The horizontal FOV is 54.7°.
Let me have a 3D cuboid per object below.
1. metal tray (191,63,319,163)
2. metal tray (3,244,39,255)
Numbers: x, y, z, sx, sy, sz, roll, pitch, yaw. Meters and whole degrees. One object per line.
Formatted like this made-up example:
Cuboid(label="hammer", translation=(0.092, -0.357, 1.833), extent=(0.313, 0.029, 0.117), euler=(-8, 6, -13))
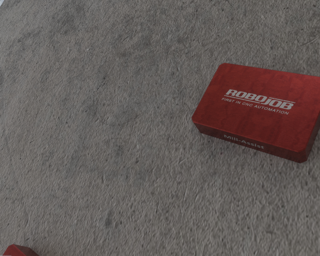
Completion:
Cuboid(label="metal tray", translation=(0.113, -0.023, 0.355), extent=(0.130, 0.030, 0.090), euler=(18, 71, 35))
Cuboid(label="metal tray", translation=(-0.178, 0.217, 0.361), extent=(0.090, 0.030, 0.130), euler=(18, 71, 35))
